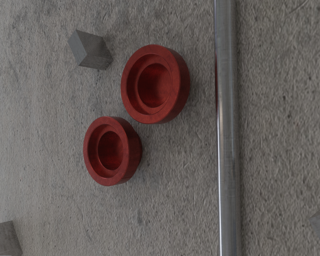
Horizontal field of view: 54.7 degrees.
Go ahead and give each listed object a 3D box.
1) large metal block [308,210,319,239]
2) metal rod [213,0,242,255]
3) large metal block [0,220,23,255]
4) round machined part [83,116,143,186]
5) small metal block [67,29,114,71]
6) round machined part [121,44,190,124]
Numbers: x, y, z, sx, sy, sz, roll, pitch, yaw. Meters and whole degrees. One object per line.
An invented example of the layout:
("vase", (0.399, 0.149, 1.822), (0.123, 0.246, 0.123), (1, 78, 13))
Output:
("large metal block", (0.167, 0.089, 0.231), (0.050, 0.081, 0.080), (-37, 68, 34))
("metal rod", (0.075, 0.000, 0.343), (0.025, 0.025, 0.298), (-2, 89, 40))
("large metal block", (-0.354, 0.264, 0.681), (0.080, 0.050, 0.080), (-47, 62, 30))
("round machined part", (-0.064, 0.032, 0.447), (0.098, 0.042, 0.097), (0, 90, 40))
("small metal block", (-0.107, -0.119, 0.477), (0.025, 0.050, 0.050), (-41, 65, 32))
("round machined part", (-0.001, -0.054, 0.395), (0.098, 0.042, 0.097), (0, 90, 40))
